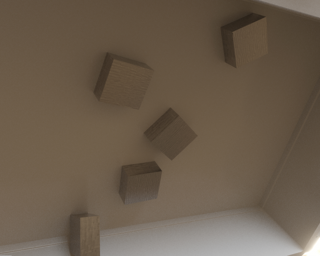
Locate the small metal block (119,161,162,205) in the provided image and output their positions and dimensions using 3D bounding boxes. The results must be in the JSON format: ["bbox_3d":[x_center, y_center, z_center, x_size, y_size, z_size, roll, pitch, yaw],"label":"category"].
[{"bbox_3d":[-0.028,0.078,0.441,0.050,0.025,0.050,-5,121,-26],"label":"small metal block"}]

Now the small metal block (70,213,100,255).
[{"bbox_3d":[-0.101,0.142,0.412,0.025,0.050,0.050,3,79,-30],"label":"small metal block"}]

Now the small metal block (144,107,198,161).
[{"bbox_3d":[0.015,0.009,0.422,0.050,0.025,0.050,-44,129,2],"label":"small metal block"}]

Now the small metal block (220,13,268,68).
[{"bbox_3d":[0.109,-0.112,0.398,0.050,0.025,0.050,-27,128,-12],"label":"small metal block"}]

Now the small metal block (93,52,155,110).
[{"bbox_3d":[-0.042,-0.053,0.353,0.050,0.025,0.050,10,113,-33],"label":"small metal block"}]
